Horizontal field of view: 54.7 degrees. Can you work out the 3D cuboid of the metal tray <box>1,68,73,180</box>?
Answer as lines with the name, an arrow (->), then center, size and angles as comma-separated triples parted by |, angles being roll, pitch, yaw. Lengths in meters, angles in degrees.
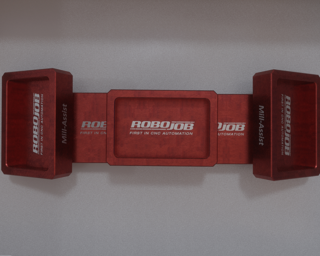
metal tray -> -0.155, -0.005, 0.388 | 0.090, 0.030, 0.129 | 1, 90, 25

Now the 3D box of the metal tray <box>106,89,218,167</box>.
metal tray -> 0.003, 0.000, 0.377 | 0.131, 0.030, 0.089 | 1, 89, 0

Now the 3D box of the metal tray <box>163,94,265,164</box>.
metal tray -> 0.069, 0.001, 0.408 | 0.131, 0.030, 0.089 | 0, 90, 0

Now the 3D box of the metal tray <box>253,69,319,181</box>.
metal tray -> 0.160, -0.003, 0.389 | 0.091, 0.030, 0.129 | 0, 90, -28

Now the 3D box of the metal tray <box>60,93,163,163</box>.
metal tray -> -0.062, 0.000, 0.408 | 0.131, 0.030, 0.089 | 0, 90, 0
